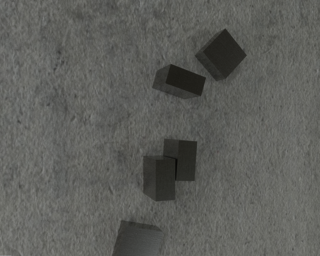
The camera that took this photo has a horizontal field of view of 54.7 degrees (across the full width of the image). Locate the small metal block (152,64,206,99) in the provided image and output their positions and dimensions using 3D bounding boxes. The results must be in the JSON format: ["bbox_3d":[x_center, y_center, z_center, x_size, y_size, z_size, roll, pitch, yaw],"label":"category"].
[{"bbox_3d":[0.024,-0.059,0.406,0.050,0.050,0.025,17,84,-20],"label":"small metal block"}]

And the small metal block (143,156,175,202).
[{"bbox_3d":[-0.002,0.063,0.396,0.025,0.050,0.050,0,90,-20],"label":"small metal block"}]

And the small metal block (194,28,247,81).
[{"bbox_3d":[0.087,-0.104,0.442,0.050,0.025,0.050,46,75,-15],"label":"small metal block"}]

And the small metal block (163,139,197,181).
[{"bbox_3d":[0.025,0.040,0.406,0.025,0.050,0.050,5,89,-20],"label":"small metal block"}]

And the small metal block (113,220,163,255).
[{"bbox_3d":[-0.029,0.151,0.399,0.050,0.025,0.050,16,85,-20],"label":"small metal block"}]
